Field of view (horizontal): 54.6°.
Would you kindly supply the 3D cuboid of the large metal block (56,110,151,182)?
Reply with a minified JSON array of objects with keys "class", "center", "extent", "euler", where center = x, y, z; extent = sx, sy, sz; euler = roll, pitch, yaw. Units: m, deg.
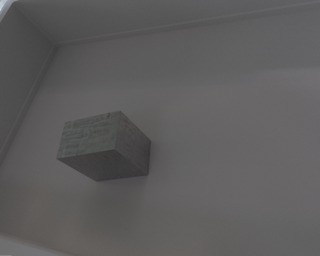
[{"class":"large metal block","center":[-0.067,0.027,0.390],"extent":[0.080,0.080,0.050],"euler":[-10,57,23]}]
